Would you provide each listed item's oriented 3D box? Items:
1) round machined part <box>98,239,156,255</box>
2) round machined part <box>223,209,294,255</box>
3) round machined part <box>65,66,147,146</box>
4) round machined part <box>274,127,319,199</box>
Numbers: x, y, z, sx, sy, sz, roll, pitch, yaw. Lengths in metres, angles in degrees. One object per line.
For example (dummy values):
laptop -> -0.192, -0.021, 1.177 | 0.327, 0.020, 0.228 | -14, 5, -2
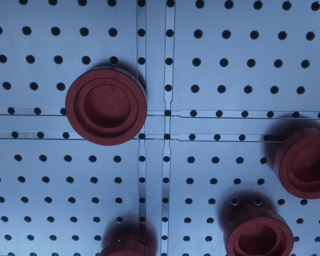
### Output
round machined part -> -0.051, 0.215, 0.483 | 0.099, 0.042, 0.097 | 0, 110, -1
round machined part -> 0.144, 0.162, 0.466 | 0.099, 0.042, 0.097 | 0, 110, -1
round machined part -> -0.065, -0.030, 0.392 | 0.099, 0.042, 0.097 | 0, 110, -1
round machined part -> 0.205, 0.045, 0.424 | 0.099, 0.042, 0.097 | 0, 110, -1
